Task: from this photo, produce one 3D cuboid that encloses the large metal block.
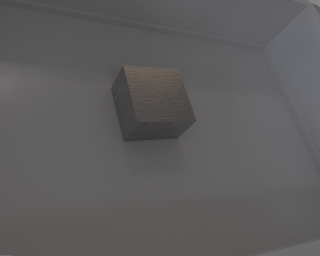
[{"bbox_3d":[-0.010,-0.031,0.403,0.081,0.050,0.080,-2,63,-29],"label":"large metal block"}]
